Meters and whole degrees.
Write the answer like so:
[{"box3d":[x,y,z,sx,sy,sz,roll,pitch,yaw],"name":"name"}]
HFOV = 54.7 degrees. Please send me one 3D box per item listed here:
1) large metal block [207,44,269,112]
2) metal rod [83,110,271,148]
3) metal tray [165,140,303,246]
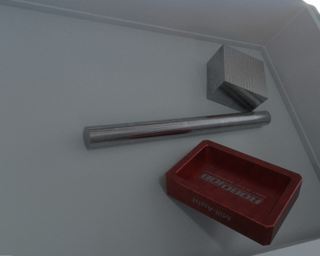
[{"box3d":[0.124,-0.079,0.507,0.081,0.050,0.080,18,55,-18],"name":"large metal block"},{"box3d":[0.045,-0.003,0.433,0.303,0.025,0.025,-6,65,-31],"name":"metal rod"},{"box3d":[0.083,0.066,0.361,0.130,0.030,0.091,21,41,34],"name":"metal tray"}]
